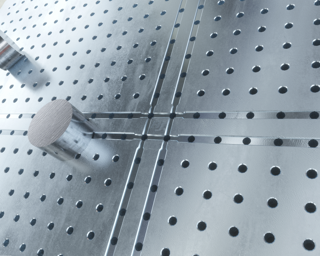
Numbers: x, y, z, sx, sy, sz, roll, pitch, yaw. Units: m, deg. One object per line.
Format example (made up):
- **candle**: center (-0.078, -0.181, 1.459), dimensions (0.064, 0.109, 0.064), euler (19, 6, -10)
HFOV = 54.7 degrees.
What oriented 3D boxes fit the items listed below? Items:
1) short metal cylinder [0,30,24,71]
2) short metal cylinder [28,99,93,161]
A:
- **short metal cylinder**: center (-0.337, -0.168, 0.653), dimensions (0.050, 0.080, 0.080), euler (-42, 51, -1)
- **short metal cylinder**: center (-0.150, 0.003, 0.469), dimensions (0.080, 0.050, 0.080), euler (-13, 56, 21)
